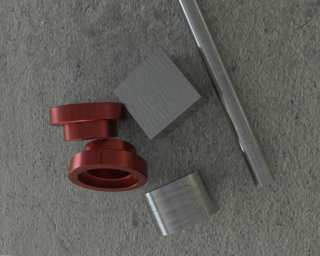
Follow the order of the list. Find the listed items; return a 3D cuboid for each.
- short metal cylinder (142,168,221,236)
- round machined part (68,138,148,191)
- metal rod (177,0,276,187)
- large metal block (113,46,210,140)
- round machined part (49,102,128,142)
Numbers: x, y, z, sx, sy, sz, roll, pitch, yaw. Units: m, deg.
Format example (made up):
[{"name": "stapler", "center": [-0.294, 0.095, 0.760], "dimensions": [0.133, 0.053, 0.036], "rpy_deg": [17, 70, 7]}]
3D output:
[{"name": "short metal cylinder", "center": [0.025, 0.087, 0.371], "dimensions": [0.080, 0.080, 0.050], "rpy_deg": [-27, 81, 18]}, {"name": "round machined part", "center": [-0.065, 0.047, 0.399], "dimensions": [0.098, 0.098, 0.042], "rpy_deg": [-12, 59, 19]}, {"name": "metal rod", "center": [0.070, -0.073, 0.384], "dimensions": [0.025, 0.025, 0.299], "rpy_deg": [-24, 82, 18]}, {"name": "large metal block", "center": [0.003, -0.042, 0.395], "dimensions": [0.080, 0.050, 0.080], "rpy_deg": [-41, 77, 15]}, {"name": "round machined part", "center": [-0.090, -0.006, 0.402], "dimensions": [0.098, 0.098, 0.042], "rpy_deg": [-5, 88, 20]}]
